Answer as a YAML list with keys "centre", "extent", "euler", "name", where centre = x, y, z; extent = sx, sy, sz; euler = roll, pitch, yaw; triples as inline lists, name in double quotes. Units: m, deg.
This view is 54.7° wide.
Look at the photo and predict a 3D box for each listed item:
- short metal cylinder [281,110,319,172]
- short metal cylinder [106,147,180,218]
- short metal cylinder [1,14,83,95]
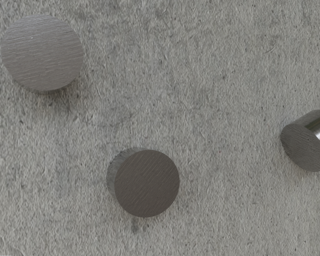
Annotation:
- centre: [0.231, 0.019, 0.465]
  extent: [0.050, 0.080, 0.080]
  euler: [-27, 99, -18]
  name: "short metal cylinder"
- centre: [-0.022, 0.065, 0.387]
  extent: [0.081, 0.050, 0.080]
  euler: [0, 90, -20]
  name: "short metal cylinder"
- centre: [-0.130, -0.079, 0.348]
  extent: [0.081, 0.050, 0.080]
  euler: [0, 90, -20]
  name: "short metal cylinder"
